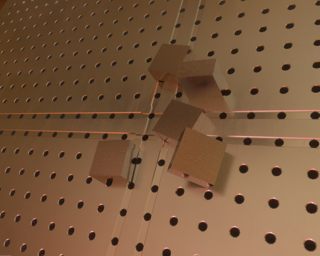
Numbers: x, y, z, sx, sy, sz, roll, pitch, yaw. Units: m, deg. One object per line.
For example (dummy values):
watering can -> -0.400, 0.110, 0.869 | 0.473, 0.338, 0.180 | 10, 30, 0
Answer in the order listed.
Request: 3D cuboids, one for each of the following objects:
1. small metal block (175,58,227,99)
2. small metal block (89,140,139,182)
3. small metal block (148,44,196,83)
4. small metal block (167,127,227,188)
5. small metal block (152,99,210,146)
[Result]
small metal block -> 0.054, -0.062, 0.403 | 0.050, 0.050, 0.025 | 1, 62, 29
small metal block -> -0.061, 0.044, 0.415 | 0.050, 0.025, 0.050 | -3, 60, 26
small metal block -> 0.018, -0.095, 0.458 | 0.050, 0.025, 0.050 | 15, 70, 34
small metal block -> 0.042, 0.034, 0.350 | 0.050, 0.025, 0.050 | 23, 70, -2
small metal block -> 0.027, -0.004, 0.398 | 0.050, 0.025, 0.050 | 23, 74, 36
